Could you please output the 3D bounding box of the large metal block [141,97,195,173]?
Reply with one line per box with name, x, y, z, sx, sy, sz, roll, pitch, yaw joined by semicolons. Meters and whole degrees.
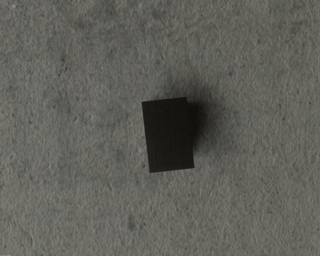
large metal block;0.009;0.007;0.383;0.050;0.080;0.079;-6;90;0
